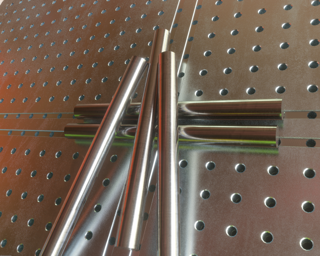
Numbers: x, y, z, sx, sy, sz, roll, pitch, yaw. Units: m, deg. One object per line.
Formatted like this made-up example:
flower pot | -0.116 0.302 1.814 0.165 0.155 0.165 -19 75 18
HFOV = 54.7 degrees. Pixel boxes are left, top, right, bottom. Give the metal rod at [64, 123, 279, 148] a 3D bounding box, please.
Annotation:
metal rod | -0.005 0.007 0.406 0.300 0.025 0.025 1 62 28

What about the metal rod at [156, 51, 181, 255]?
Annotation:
metal rod | 0.009 0.043 0.352 0.025 0.025 0.299 -10 64 22

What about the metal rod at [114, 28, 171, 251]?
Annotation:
metal rod | -0.015 -0.007 0.388 0.025 0.025 0.299 -6 59 25

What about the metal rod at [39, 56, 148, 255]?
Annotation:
metal rod | -0.085 0.041 0.402 0.025 0.025 0.299 15 76 34

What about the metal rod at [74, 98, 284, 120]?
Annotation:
metal rod | 0.005 -0.023 0.419 0.300 0.025 0.025 1 62 28
